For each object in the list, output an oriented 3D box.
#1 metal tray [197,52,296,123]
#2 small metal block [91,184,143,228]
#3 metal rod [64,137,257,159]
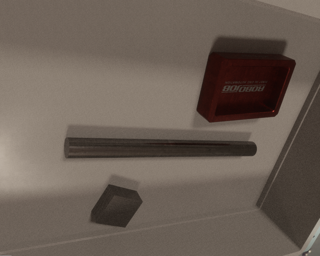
[{"bbox_3d":[0.122,-0.058,0.438,0.131,0.030,0.089,-5,121,-26],"label":"metal tray"},{"bbox_3d":[-0.062,0.113,0.446,0.050,0.025,0.050,24,105,-37],"label":"small metal block"},{"bbox_3d":[0.021,0.029,0.439,0.303,0.025,0.025,2,117,-30],"label":"metal rod"}]
